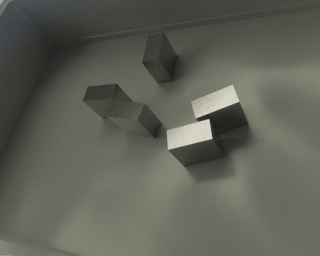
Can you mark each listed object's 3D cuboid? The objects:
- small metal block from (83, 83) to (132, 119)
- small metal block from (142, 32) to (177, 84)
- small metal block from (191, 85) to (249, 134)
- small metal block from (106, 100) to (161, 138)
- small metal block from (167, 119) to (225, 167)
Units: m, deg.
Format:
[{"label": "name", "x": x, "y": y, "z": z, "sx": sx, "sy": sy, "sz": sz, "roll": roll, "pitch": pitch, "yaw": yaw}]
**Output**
[{"label": "small metal block", "x": -0.074, "y": -0.038, "z": 0.450, "sx": 0.050, "sy": 0.050, "sz": 0.025, "roll": -2, "pitch": 61, "yaw": 27}, {"label": "small metal block", "x": 0.001, "y": -0.101, "z": 0.450, "sx": 0.025, "sy": 0.050, "sz": 0.050, "roll": -5, "pitch": 60, "yaw": 26}, {"label": "small metal block", "x": 0.071, "y": -0.018, "z": 0.363, "sx": 0.050, "sy": 0.050, "sz": 0.025, "roll": -22, "pitch": 54, "yaw": 15}, {"label": "small metal block", "x": -0.034, "y": -0.012, "z": 0.413, "sx": 0.050, "sy": 0.050, "sz": 0.025, "roll": 8, "pitch": 66, "yaw": 31}, {"label": "small metal block", "x": 0.041, "y": 0.019, "z": 0.356, "sx": 0.050, "sy": 0.050, "sz": 0.025, "roll": -16, "pitch": 56, "yaw": 19}]
